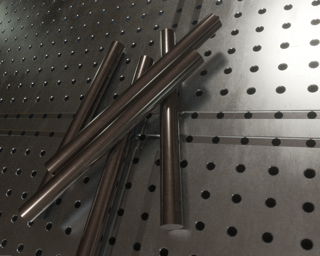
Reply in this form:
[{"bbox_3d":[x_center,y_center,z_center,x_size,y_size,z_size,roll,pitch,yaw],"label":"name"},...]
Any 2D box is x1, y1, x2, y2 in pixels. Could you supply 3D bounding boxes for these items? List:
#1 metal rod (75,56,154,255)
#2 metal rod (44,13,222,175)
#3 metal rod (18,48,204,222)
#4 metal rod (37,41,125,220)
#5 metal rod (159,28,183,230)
[{"bbox_3d":[-0.054,0.027,0.418,0.025,0.025,0.300,0,61,28],"label":"metal rod"},{"bbox_3d":[-0.034,-0.046,0.419,0.300,0.025,0.025,-43,51,-2],"label":"metal rod"},{"bbox_3d":[-0.060,0.008,0.400,0.300,0.025,0.025,-43,51,-2],"label":"metal rod"},{"bbox_3d":[-0.121,-0.010,0.475,0.025,0.025,0.300,7,65,31],"label":"metal rod"},{"bbox_3d":[0.012,-0.021,0.413,0.025,0.025,0.299,-13,56,20],"label":"metal rod"}]
